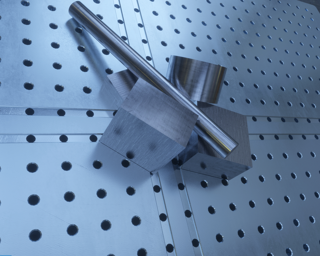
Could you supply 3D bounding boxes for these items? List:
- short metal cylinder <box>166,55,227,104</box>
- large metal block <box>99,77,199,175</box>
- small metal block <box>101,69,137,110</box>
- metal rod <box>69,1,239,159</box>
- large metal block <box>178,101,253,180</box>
[{"bbox_3d":[0.048,-0.068,0.433,0.081,0.080,0.050,8,102,-24],"label":"short metal cylinder"},{"bbox_3d":[-0.015,0.001,0.365,0.080,0.080,0.050,32,51,-8],"label":"large metal block"},{"bbox_3d":[-0.042,-0.051,0.418,0.050,0.025,0.050,-27,77,-37],"label":"small metal block"},{"bbox_3d":[-0.019,-0.073,0.405,0.300,0.025,0.025,44,50,17],"label":"metal rod"},{"bbox_3d":[0.073,0.018,0.422,0.081,0.050,0.080,16,55,-19],"label":"large metal block"}]
